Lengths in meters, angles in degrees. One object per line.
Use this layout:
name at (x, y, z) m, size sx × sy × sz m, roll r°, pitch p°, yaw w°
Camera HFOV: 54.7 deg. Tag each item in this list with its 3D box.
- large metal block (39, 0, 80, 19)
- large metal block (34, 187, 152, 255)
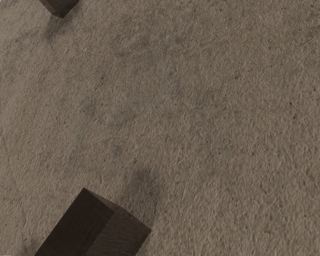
large metal block at (-0.221, -0.298, 0.664) m, size 0.050 × 0.080 × 0.080 m, roll 31°, pitch 79°, yaw 37°
large metal block at (-0.066, 0.121, 0.328) m, size 0.050 × 0.080 × 0.080 m, roll 26°, pitch 76°, yaw 36°
